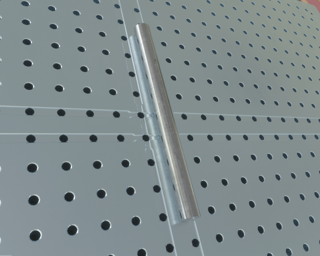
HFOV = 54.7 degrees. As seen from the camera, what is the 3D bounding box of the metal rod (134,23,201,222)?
[{"bbox_3d":[0.004,-0.025,0.426,0.025,0.025,0.299,1,61,-28],"label":"metal rod"}]
